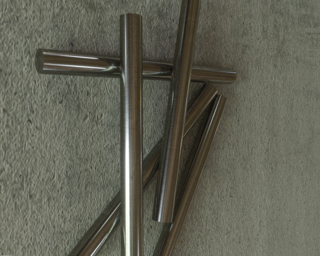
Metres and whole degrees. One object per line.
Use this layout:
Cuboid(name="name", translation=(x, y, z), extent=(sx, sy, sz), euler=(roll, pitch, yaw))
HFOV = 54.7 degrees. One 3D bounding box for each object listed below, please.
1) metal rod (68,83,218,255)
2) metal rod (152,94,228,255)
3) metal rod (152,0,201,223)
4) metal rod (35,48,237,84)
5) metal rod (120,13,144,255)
Cuboid(name="metal rod", translation=(-0.008, 0.045, 0.397), extent=(0.301, 0.025, 0.025), euler=(-51, 120, -28))
Cuboid(name="metal rod", translation=(0.038, 0.085, 0.436), extent=(0.025, 0.025, 0.300), euler=(36, 68, -34))
Cuboid(name="metal rod", translation=(0.023, -0.036, 0.389), extent=(0.025, 0.025, 0.298), euler=(13, 82, -39))
Cuboid(name="metal rod", translation=(-0.003, -0.074, 0.401), extent=(0.302, 0.025, 0.025), euler=(-4, 93, -40))
Cuboid(name="metal rod", translation=(-0.031, 0.026, 0.344), extent=(0.025, 0.025, 0.298), euler=(-1, 90, -40))
